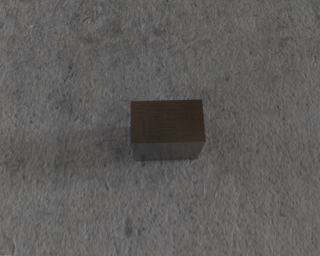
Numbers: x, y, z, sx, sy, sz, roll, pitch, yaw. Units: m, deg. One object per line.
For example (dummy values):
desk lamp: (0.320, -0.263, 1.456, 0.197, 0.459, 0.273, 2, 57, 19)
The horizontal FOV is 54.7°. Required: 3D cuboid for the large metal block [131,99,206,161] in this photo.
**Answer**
large metal block: (0.008, 0.006, 0.377, 0.081, 0.080, 0.050, -2, 70, -1)
